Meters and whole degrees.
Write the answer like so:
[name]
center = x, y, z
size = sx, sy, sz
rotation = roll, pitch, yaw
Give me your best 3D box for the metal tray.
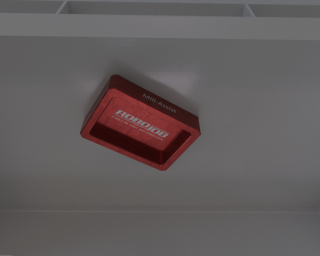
[metal tray]
center = -0.025, -0.001, 0.403
size = 0.131, 0.030, 0.090
rotation = 26, 125, -21
